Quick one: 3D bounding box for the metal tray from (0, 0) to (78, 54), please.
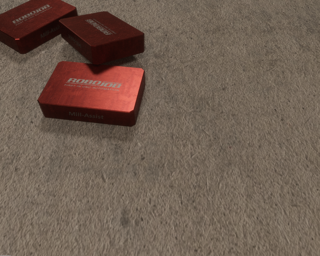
[{"bbox_3d":[-0.225,-0.191,0.558,0.090,0.030,0.131,31,56,23],"label":"metal tray"}]

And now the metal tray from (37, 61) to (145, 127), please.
[{"bbox_3d":[-0.093,-0.051,0.442,0.131,0.030,0.090,6,50,5],"label":"metal tray"}]

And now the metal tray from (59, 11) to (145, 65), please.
[{"bbox_3d":[-0.096,-0.151,0.505,0.091,0.030,0.130,-23,45,-28],"label":"metal tray"}]
